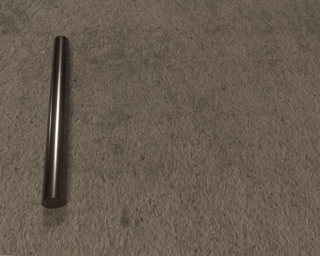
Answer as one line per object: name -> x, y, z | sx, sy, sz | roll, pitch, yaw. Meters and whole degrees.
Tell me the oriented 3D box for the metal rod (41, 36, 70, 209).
metal rod -> -0.140, -0.032, 0.428 | 0.025, 0.025, 0.300 | -7, 50, -7
